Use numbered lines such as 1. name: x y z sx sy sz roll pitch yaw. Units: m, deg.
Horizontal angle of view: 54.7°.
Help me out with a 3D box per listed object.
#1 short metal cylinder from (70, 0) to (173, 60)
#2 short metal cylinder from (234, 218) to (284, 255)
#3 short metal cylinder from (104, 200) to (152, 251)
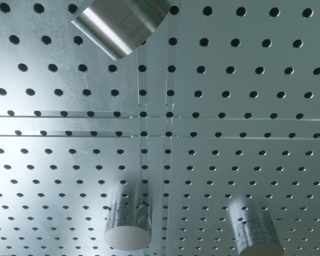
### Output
1. short metal cylinder: -0.035 -0.109 0.282 0.080 0.080 0.050 -34 122 25
2. short metal cylinder: 0.183 0.212 0.578 0.081 0.050 0.079 0 130 0
3. short metal cylinder: -0.054 0.171 0.540 0.081 0.050 0.079 0 130 0
